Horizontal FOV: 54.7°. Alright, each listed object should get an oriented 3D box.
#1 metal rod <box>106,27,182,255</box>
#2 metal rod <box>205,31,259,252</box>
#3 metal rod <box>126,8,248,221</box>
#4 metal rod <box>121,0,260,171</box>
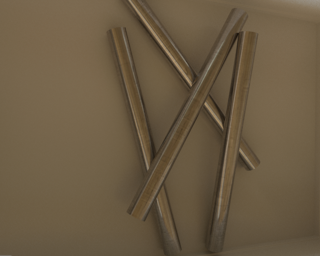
[{"bbox_3d":[-0.019,0.021,0.403,0.025,0.025,0.298,-16,96,-19],"label":"metal rod"},{"bbox_3d":[0.096,0.023,0.422,0.025,0.025,0.298,5,97,-20],"label":"metal rod"},{"bbox_3d":[0.040,-0.024,0.397,0.025,0.025,0.299,31,80,-18],"label":"metal rod"},{"bbox_3d":[0.048,-0.060,0.427,0.025,0.025,0.300,-42,103,-15],"label":"metal rod"}]
